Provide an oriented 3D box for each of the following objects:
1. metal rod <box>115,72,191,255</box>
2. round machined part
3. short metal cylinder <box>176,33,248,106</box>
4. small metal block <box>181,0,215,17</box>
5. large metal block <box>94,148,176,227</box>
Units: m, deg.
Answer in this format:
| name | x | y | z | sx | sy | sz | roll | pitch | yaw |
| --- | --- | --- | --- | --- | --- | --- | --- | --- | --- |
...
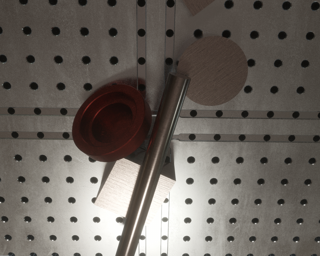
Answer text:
| name | x | y | z | sx | sy | sz | roll | pitch | yaw |
| --- | --- | --- | --- | --- | --- | --- | --- | --- | --- |
| metal rod | -0.019 | 0.077 | 0.388 | 0.025 | 0.025 | 0.298 | 15 | 109 | -6 |
| round machined part | -0.055 | -0.002 | 0.383 | 0.098 | 0.098 | 0.042 | -26 | 144 | 8 |
| short metal cylinder | 0.059 | -0.072 | 0.374 | 0.081 | 0.050 | 0.079 | 0 | 110 | -1 |
| small metal block | 0.043 | -0.164 | 0.354 | 0.050 | 0.025 | 0.050 | -35 | 107 | 11 |
| large metal block | -0.034 | 0.076 | 0.428 | 0.080 | 0.050 | 0.080 | 26 | 108 | -10 |
